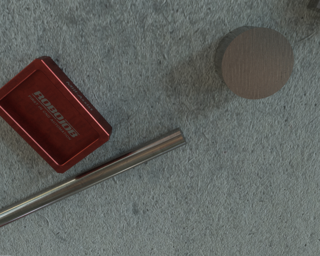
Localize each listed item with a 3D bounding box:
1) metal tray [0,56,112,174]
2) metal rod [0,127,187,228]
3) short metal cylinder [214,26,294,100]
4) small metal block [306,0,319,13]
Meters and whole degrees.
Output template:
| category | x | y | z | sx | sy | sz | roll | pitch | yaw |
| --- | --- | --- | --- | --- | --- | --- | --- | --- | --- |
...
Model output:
| category | x | y | z | sx | sy | sz | roll | pitch | yaw |
| --- | --- | --- | --- | --- | --- | --- | --- | --- | --- |
| metal tray | -0.137 | -0.015 | 0.400 | 0.090 | 0.030 | 0.130 | -36 | 107 | 12 |
| metal rod | -0.104 | 0.073 | 0.435 | 0.301 | 0.025 | 0.025 | -25 | 108 | 8 |
| short metal cylinder | 0.109 | -0.079 | 0.369 | 0.081 | 0.050 | 0.079 | 0 | 110 | 0 |
| small metal block | 0.207 | -0.155 | 0.355 | 0.050 | 0.025 | 0.050 | 17 | 109 | -6 |
